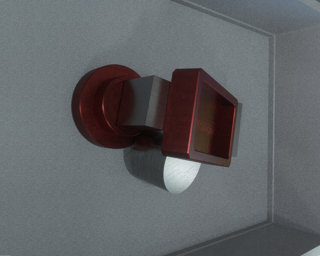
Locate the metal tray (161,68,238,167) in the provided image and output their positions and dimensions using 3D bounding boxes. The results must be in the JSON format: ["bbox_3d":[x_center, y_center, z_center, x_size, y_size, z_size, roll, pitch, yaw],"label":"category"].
[{"bbox_3d":[0.052,-0.005,0.355,0.131,0.030,0.090,19,77,-58],"label":"metal tray"}]

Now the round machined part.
[{"bbox_3d":[-0.046,-0.025,0.356,0.099,0.042,0.097,0,90,-40],"label":"round machined part"}]

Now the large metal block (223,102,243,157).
[{"bbox_3d":[0.071,-0.004,0.448,0.081,0.050,0.080,13,82,-40],"label":"large metal block"}]

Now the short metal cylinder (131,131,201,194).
[{"bbox_3d":[0.010,0.035,0.384,0.081,0.050,0.079,-23,121,-46],"label":"short metal cylinder"}]

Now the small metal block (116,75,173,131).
[{"bbox_3d":[-0.016,-0.024,0.321,0.025,0.050,0.050,16,80,-39],"label":"small metal block"}]
